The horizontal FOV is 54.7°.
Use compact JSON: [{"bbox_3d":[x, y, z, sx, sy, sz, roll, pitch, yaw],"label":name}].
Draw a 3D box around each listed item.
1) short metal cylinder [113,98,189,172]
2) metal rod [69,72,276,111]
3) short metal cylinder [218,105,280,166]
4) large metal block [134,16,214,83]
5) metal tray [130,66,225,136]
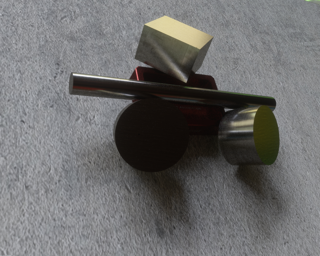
[{"bbox_3d":[-0.012,0.006,0.355,0.081,0.050,0.079,-1,93,-11],"label":"short metal cylinder"},{"bbox_3d":[0.036,-0.043,0.412,0.302,0.025,0.025,3,61,-27],"label":"metal rod"},{"bbox_3d":[0.124,0.012,0.428,0.081,0.050,0.080,8,79,-47],"label":"short metal cylinder"},{"bbox_3d":[0.022,-0.116,0.444,0.080,0.050,0.080,27,34,8],"label":"large metal block"},{"bbox_3d":[0.027,-0.036,0.439,0.131,0.030,0.090,2,61,-27],"label":"metal tray"}]
